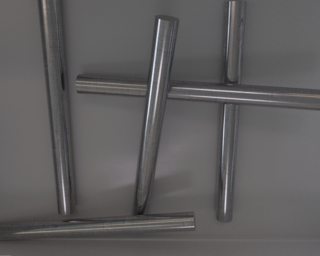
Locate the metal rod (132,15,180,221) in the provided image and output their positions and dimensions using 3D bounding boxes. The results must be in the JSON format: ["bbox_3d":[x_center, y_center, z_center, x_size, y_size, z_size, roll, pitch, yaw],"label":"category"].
[{"bbox_3d":[-0.012,0.016,0.387,0.025,0.025,0.298,7,121,-3],"label":"metal rod"}]

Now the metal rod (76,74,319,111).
[{"bbox_3d":[0.048,-0.043,0.373,0.302,0.025,0.025,5,110,6],"label":"metal rod"}]

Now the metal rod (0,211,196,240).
[{"bbox_3d":[-0.101,0.141,0.441,0.301,0.025,0.025,-6,110,10],"label":"metal rod"}]

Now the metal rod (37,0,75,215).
[{"bbox_3d":[-0.132,-0.019,0.402,0.025,0.025,0.298,2,110,-1],"label":"metal rod"}]

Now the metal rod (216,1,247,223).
[{"bbox_3d":[0.091,-0.007,0.409,0.025,0.025,0.298,-2,110,0],"label":"metal rod"}]
